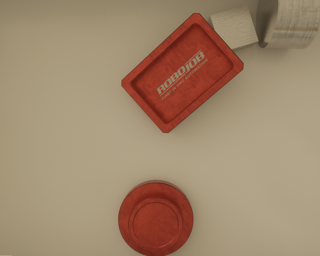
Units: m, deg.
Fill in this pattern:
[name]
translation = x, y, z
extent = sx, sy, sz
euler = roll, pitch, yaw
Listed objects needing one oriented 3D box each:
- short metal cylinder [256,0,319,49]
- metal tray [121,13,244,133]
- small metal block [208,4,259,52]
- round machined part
[short metal cylinder]
translation = 0.157, -0.140, 0.386
extent = 0.050, 0.080, 0.079
euler = 1, 90, 0
[metal tray]
translation = 0.028, -0.067, 0.396
extent = 0.130, 0.030, 0.090
euler = -41, 91, 11
[small metal block]
translation = 0.096, -0.129, 0.413
extent = 0.050, 0.025, 0.050
euler = -17, 90, -1
[round machined part]
translation = -0.005, 0.120, 0.403
extent = 0.099, 0.042, 0.097
euler = 0, 90, -1
